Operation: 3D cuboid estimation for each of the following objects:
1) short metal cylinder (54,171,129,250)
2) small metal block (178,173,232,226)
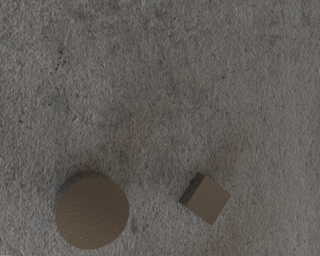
[{"bbox_3d":[-0.082,0.094,0.366,0.081,0.050,0.080,0,90,-20],"label":"short metal cylinder"},{"bbox_3d":[0.063,0.099,0.433,0.050,0.025,0.050,39,77,-16],"label":"small metal block"}]
